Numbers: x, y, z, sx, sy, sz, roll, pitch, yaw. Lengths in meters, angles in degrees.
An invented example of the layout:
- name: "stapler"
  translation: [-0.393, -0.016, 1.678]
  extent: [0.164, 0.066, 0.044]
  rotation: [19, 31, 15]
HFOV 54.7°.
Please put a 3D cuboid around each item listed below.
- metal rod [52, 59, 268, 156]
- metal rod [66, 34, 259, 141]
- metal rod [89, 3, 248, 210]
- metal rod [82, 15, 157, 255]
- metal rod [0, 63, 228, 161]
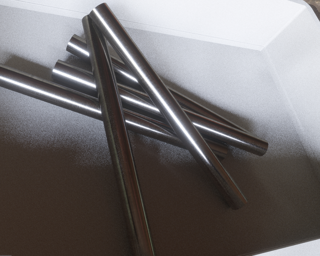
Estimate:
- name: "metal rod"
  translation: [0.010, -0.022, 0.413]
  extent: [0.302, 0.025, 0.025]
  rotation: [20, 54, -12]
- name: "metal rod"
  translation: [0.012, -0.045, 0.441]
  extent: [0.301, 0.025, 0.025]
  rotation: [28, 52, -11]
- name: "metal rod"
  translation: [0.015, -0.020, 0.384]
  extent: [0.299, 0.025, 0.025]
  rotation: [53, 51, -8]
- name: "metal rod"
  translation: [-0.049, 0.004, 0.351]
  extent: [0.025, 0.025, 0.299]
  rotation: [-6, 73, -31]
- name: "metal rod"
  translation: [-0.048, -0.014, 0.388]
  extent: [0.302, 0.025, 0.025]
  rotation: [19, 54, -17]
